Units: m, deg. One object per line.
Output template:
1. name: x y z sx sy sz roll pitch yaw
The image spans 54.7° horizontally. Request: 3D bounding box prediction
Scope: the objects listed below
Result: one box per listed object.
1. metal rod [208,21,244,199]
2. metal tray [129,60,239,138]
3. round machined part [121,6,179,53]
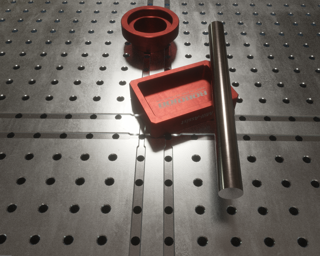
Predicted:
1. metal rod: 0.082 -0.049 0.409 0.025 0.025 0.300 3 50 2
2. metal tray: 0.032 -0.045 0.442 0.131 0.030 0.090 -18 53 -15
3. round machined part: -0.017 -0.168 0.538 0.099 0.042 0.098 0 50 0
